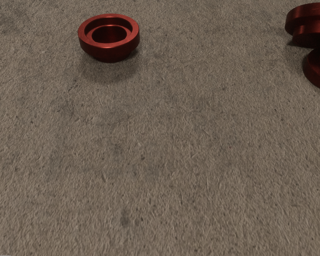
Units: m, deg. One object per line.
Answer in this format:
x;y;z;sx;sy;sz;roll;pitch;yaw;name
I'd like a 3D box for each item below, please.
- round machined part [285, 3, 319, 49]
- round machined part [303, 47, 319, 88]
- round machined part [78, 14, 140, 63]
0.257;-0.162;0.508;0.098;0.098;0.042;11;87;8;round machined part
0.280;-0.099;0.479;0.099;0.042;0.098;0;50;0;round machined part
-0.082;-0.145;0.513;0.099;0.042;0.098;0;50;0;round machined part
